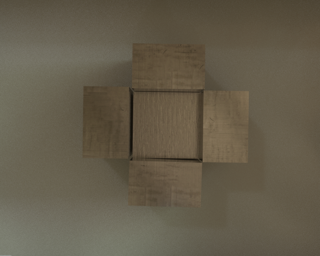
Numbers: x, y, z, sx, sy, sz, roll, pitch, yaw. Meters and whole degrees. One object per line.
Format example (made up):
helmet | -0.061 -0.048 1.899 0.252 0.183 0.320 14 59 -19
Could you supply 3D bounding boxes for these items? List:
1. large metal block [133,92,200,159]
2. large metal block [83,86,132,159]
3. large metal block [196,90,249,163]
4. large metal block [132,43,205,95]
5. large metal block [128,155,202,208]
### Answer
large metal block | 0.008 -0.004 0.396 0.081 0.050 0.080 1 90 0
large metal block | -0.060 -0.007 0.382 0.050 0.080 0.080 1 90 0
large metal block | 0.073 -0.002 0.383 0.050 0.080 0.080 1 90 0
large metal block | 0.010 -0.068 0.382 0.081 0.080 0.050 1 90 0
large metal block | 0.006 0.062 0.382 0.081 0.080 0.050 2 90 0
